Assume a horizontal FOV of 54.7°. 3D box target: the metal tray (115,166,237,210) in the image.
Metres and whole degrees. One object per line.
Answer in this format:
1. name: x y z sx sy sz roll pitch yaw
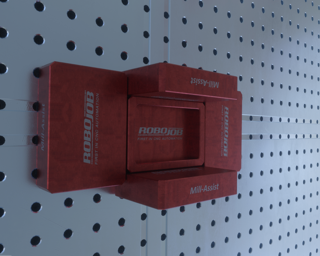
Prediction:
1. metal tray: 0.022 0.068 0.386 0.131 0.090 0.030 1 90 -40

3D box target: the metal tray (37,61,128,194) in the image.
1. metal tray: -0.082 0.000 0.338 0.091 0.030 0.129 1 89 -40

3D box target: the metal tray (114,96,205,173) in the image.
1. metal tray: 0.004 0.008 0.408 0.131 0.030 0.089 1 90 -40

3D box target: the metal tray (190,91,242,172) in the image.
1. metal tray: 0.088 0.005 0.480 0.091 0.030 0.129 1 89 -41

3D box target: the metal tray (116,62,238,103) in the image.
1. metal tray: 0.023 -0.052 0.388 0.131 0.090 0.030 1 90 -40
